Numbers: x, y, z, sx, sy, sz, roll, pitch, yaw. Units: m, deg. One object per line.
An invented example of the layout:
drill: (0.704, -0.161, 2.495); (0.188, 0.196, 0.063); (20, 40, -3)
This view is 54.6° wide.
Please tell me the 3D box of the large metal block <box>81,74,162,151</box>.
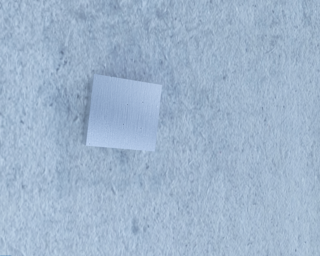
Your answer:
large metal block: (-0.048, -0.016, 0.378); (0.081, 0.050, 0.080); (7, 88, -20)
